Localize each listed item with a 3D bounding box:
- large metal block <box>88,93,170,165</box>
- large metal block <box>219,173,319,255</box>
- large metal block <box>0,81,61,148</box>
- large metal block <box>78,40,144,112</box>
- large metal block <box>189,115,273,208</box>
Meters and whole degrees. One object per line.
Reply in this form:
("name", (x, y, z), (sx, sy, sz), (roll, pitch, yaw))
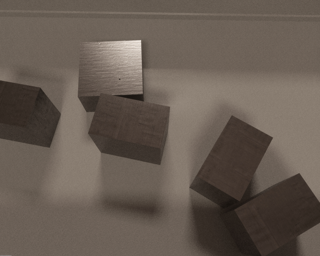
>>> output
("large metal block", (-0.033, 0.004, 0.378), (0.080, 0.080, 0.050), (12, 71, 4))
("large metal block", (0.121, 0.098, 0.346), (0.080, 0.080, 0.050), (-26, 73, -9))
("large metal block", (-0.181, -0.017, 0.384), (0.080, 0.080, 0.050), (10, 71, 3))
("large metal block", (-0.064, -0.069, 0.421), (0.081, 0.050, 0.080), (-3, 70, -1))
("large metal block", (0.080, 0.043, 0.366), (0.050, 0.080, 0.080), (30, 73, 10))
